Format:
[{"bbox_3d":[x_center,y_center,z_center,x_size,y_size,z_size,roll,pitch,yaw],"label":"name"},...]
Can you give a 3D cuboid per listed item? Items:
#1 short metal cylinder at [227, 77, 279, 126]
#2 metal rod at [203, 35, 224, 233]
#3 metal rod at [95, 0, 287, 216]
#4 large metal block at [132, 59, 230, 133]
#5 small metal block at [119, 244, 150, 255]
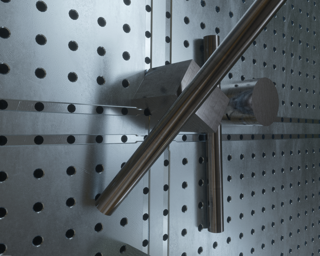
[{"bbox_3d":[0.157,-0.043,0.524,0.081,0.050,0.080,0,90,-40],"label":"short metal cylinder"},{"bbox_3d":[0.083,0.010,0.477,0.025,0.025,0.298,-3,92,-40],"label":"metal rod"},{"bbox_3d":[0.028,-0.024,0.330,0.025,0.025,0.299,31,102,-36],"label":"metal rod"},{"bbox_3d":[0.027,-0.037,0.396,0.080,0.080,0.050,39,66,-33],"label":"large metal block"},{"bbox_3d":[-0.033,0.172,0.365,0.050,0.050,0.025,-48,119,-29],"label":"small metal block"}]
